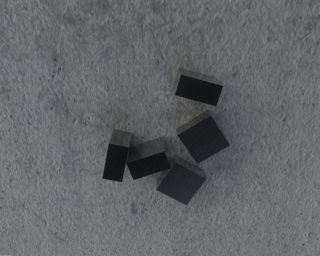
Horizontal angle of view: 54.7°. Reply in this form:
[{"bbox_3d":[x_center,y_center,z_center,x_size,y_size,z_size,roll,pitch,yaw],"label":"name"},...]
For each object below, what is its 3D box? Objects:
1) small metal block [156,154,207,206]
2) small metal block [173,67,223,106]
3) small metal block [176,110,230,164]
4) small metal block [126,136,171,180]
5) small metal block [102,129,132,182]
[{"bbox_3d":[0.029,0.073,0.437,0.050,0.025,0.050,30,107,-11],"label":"small metal block"},{"bbox_3d":[0.045,-0.051,0.378,0.050,0.050,0.025,14,110,-6],"label":"small metal block"},{"bbox_3d":[0.057,0.012,0.415,0.050,0.025,0.050,-32,107,10],"label":"small metal block"},{"bbox_3d":[-0.014,0.039,0.411,0.050,0.050,0.025,-19,109,6],"label":"small metal block"},{"bbox_3d":[-0.056,0.035,0.409,0.025,0.050,0.050,11,110,-5],"label":"small metal block"}]
